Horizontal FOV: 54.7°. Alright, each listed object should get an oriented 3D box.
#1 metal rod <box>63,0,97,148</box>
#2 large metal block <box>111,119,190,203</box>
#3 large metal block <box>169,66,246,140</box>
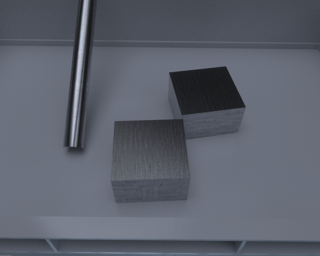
[{"bbox_3d":[-0.102,-0.121,0.416,0.025,0.025,0.299,2,78,1],"label":"metal rod"},{"bbox_3d":[-0.011,0.037,0.358,0.081,0.050,0.080,-2,50,-2],"label":"large metal block"},{"bbox_3d":[0.059,-0.035,0.419,0.081,0.050,0.080,-7,51,-7],"label":"large metal block"}]
